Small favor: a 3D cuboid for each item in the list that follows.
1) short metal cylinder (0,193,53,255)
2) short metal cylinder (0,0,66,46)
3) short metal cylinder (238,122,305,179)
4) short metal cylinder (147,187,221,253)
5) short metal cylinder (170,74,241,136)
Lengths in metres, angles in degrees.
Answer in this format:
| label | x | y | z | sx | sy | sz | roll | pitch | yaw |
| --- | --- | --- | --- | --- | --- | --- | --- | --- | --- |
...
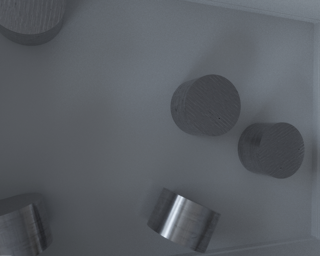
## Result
| label | x | y | z | sx | sy | sz | roll | pitch | yaw |
| --- | --- | --- | --- | --- | --- | --- | --- | --- | --- |
| short metal cylinder | -0.159 | 0.106 | 0.323 | 0.081 | 0.080 | 0.050 | -14 | 95 | -20 |
| short metal cylinder | -0.147 | -0.137 | 0.343 | 0.081 | 0.050 | 0.079 | 0 | 90 | -21 |
| short metal cylinder | 0.164 | 0.032 | 0.460 | 0.081 | 0.050 | 0.079 | 0 | 90 | -21 |
| short metal cylinder | 0.030 | 0.116 | 0.394 | 0.080 | 0.080 | 0.050 | 28 | 81 | -18 |
| short metal cylinder | 0.061 | -0.029 | 0.421 | 0.081 | 0.050 | 0.079 | 0 | 90 | -21 |
